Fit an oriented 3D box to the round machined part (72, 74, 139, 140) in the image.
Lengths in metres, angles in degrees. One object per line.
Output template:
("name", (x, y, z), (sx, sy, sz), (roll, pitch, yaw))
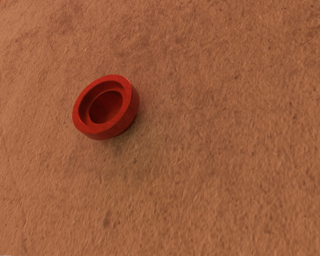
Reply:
("round machined part", (-0.073, -0.025, 0.445), (0.098, 0.042, 0.098), (-13, 56, 20))
